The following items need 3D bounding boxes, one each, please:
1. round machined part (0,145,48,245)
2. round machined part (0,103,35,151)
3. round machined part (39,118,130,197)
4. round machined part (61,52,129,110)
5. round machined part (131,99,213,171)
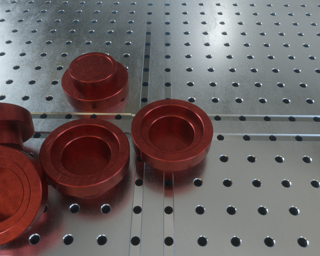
[{"bbox_3d":[-0.165,0.068,0.319,0.099,0.042,0.097,0,81,-3],"label":"round machined part"},{"bbox_3d":[-0.195,0.013,0.352,0.099,0.098,0.042,-15,72,-13],"label":"round machined part"},{"bbox_3d":[-0.084,0.037,0.361,0.099,0.042,0.098,3,47,-3],"label":"round machined part"},{"bbox_3d":[-0.096,-0.075,0.459,0.099,0.042,0.098,0,50,0],"label":"round machined part"},{"bbox_3d":[0.014,0.013,0.386,0.099,0.042,0.098,0,50,0],"label":"round machined part"}]
